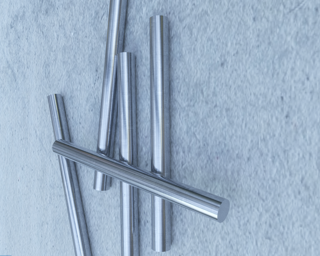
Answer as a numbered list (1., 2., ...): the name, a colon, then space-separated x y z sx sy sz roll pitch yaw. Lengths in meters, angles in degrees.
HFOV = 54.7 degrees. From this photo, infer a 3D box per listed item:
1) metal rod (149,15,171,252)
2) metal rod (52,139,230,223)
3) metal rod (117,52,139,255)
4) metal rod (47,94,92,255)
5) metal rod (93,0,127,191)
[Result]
1. metal rod: 0.000 0.007 0.402 0.025 0.025 0.298 -1 89 39
2. metal rod: -0.049 0.057 0.409 0.300 0.025 0.025 13 99 38
3. metal rod: -0.045 0.044 0.439 0.025 0.025 0.298 -2 89 39
4. metal rod: -0.155 0.085 0.529 0.025 0.025 0.299 -22 76 37
5. metal rod: -0.074 -0.055 0.463 0.025 0.025 0.298 10 96 39
